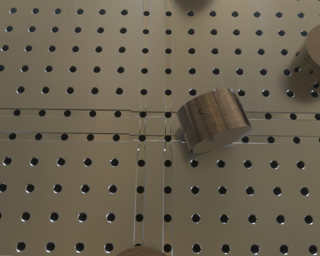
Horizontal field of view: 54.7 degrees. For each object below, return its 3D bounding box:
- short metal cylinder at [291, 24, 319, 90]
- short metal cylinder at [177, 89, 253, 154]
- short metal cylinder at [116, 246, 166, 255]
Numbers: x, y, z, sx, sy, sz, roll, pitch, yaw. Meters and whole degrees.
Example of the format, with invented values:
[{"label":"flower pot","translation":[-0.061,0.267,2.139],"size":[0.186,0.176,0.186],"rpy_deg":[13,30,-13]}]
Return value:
[{"label":"short metal cylinder","translation":[0.236,-0.100,0.438],"size":[0.081,0.050,0.080],"rpy_deg":[0,70,0]},{"label":"short metal cylinder","translation":[0.067,-0.007,0.386],"size":[0.081,0.080,0.050],"rpy_deg":[-17,71,-6]},{"label":"short metal cylinder","translation":[-0.020,0.171,0.336],"size":[0.081,0.050,0.080],"rpy_deg":[0,70,0]}]
